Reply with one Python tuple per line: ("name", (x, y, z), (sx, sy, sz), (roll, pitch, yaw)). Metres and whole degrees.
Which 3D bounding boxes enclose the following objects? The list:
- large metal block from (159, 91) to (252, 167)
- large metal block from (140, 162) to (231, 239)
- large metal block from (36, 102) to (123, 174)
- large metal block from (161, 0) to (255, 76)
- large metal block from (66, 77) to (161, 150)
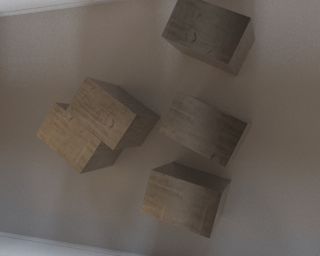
("large metal block", (0.057, 0.000, 0.361), (0.080, 0.080, 0.050), (28, 99, 17))
("large metal block", (0.034, 0.080, 0.369), (0.080, 0.080, 0.050), (16, 95, 19))
("large metal block", (-0.099, 0.011, 0.415), (0.080, 0.080, 0.050), (38, 102, 16))
("large metal block", (0.060, -0.105, 0.360), (0.080, 0.080, 0.050), (28, 99, 17))
("large metal block", (-0.057, -0.018, 0.400), (0.080, 0.080, 0.050), (37, 102, 16))
